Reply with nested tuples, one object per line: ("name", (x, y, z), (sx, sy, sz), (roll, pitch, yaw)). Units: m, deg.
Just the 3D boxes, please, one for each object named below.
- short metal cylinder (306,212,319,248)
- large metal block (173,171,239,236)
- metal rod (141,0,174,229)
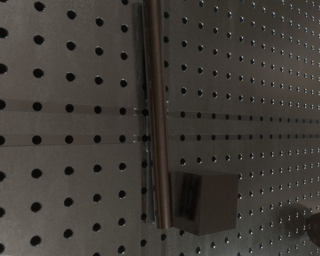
("short metal cylinder", (0.383, 0.230, 0.700), (0.050, 0.080, 0.080), (7, 86, -40))
("large metal block", (0.068, 0.105, 0.453), (0.081, 0.050, 0.080), (6, 86, -40))
("metal rod", (-0.003, -0.018, 0.408), (0.025, 0.025, 0.298), (-6, 94, -40))
